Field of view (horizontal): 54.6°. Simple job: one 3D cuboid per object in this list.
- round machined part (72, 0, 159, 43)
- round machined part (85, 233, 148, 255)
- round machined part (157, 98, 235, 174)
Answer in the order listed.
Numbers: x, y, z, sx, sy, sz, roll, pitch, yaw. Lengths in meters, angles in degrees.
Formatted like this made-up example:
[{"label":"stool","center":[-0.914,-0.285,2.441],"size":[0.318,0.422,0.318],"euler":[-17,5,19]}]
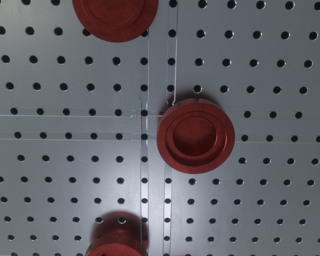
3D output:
[{"label":"round machined part","center":[-0.051,-0.147,0.350],"size":[0.099,0.042,0.097],"euler":[0,110,0]},{"label":"round machined part","center":[-0.066,0.203,0.479],"size":[0.099,0.042,0.097],"euler":[0,110,0]},{"label":"round machined part","center":[0.045,0.008,0.407],"size":[0.099,0.042,0.097],"euler":[0,110,0]}]
